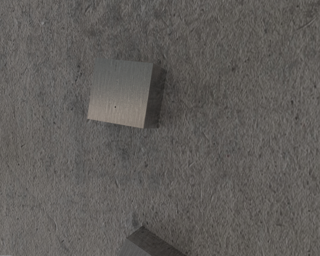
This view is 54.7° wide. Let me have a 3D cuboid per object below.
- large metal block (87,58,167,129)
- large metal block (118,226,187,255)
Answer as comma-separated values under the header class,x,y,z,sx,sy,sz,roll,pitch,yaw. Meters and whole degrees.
class,x,y,z,sx,sy,sz,roll,pitch,yaw
large metal block,-0.043,-0.045,0.411,0.080,0.050,0.079,10,93,19
large metal block,-0.017,0.190,0.402,0.080,0.050,0.080,29,99,17
